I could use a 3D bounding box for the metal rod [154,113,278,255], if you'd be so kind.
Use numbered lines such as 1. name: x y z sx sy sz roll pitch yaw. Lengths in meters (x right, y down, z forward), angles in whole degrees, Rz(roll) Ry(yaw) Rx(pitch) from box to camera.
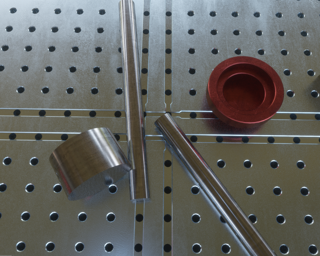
1. metal rod: 0.088 0.104 0.374 0.025 0.025 0.299 -33 74 -11

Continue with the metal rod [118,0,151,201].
1. metal rod: -0.038 -0.052 0.430 0.025 0.025 0.299 -5 70 -2

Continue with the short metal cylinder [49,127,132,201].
1. short metal cylinder: -0.081 0.043 0.366 0.080 0.080 0.050 -29 73 -10

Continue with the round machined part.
1. round machined part: 0.112 -0.045 0.421 0.099 0.042 0.098 0 70 -1

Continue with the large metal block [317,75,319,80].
1. large metal block: 0.285 -0.065 0.426 0.080 0.050 0.080 -23 72 -9
